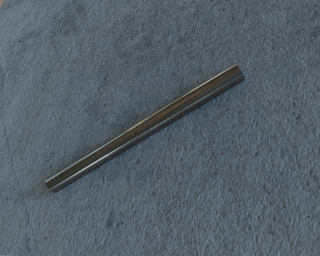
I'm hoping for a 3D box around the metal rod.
[{"bbox_3d":[-0.025,0.004,0.417,0.300,0.025,0.025,-31,52,8],"label":"metal rod"}]
